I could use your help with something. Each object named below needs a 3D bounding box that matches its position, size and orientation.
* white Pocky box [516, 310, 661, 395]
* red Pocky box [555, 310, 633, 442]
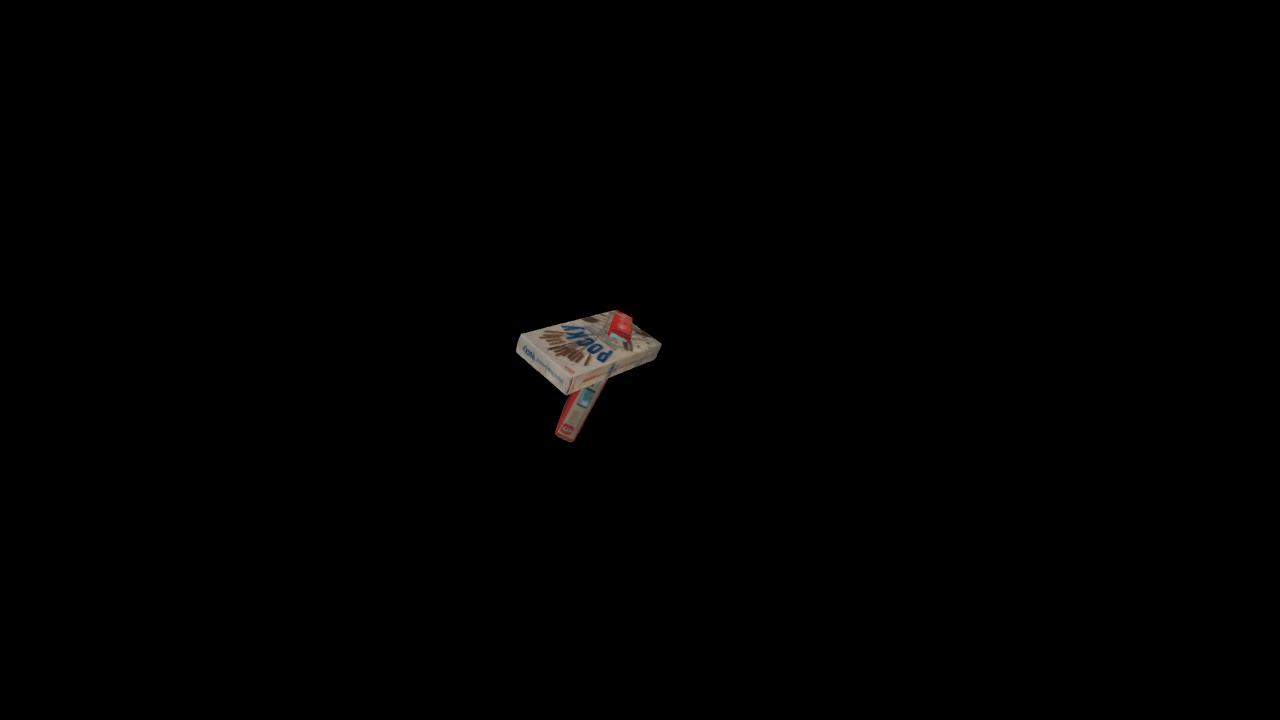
[{"bbox_3d":[-0.053,-0.013,0.686,0.084,0.028,0.154,37,34,25],"label":"white Pocky box"},{"bbox_3d":[-0.056,0.018,0.750,0.028,0.155,0.083,27,17,-8],"label":"red Pocky box"}]
